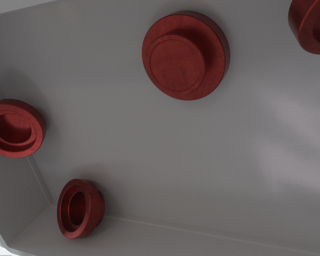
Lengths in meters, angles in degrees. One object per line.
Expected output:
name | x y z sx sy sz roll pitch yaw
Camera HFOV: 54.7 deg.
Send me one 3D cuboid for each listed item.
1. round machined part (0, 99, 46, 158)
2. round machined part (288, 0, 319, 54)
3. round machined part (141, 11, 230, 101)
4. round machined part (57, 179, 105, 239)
round machined part | -0.235 -0.003 0.503 0.099 0.042 0.097 -2 119 -4
round machined part | 0.145 -0.104 0.234 0.098 0.099 0.042 -38 54 39
round machined part | 0.023 -0.074 0.340 0.098 0.042 0.097 13 124 21
round machined part | -0.132 0.138 0.531 0.098 0.042 0.098 -13 70 40
